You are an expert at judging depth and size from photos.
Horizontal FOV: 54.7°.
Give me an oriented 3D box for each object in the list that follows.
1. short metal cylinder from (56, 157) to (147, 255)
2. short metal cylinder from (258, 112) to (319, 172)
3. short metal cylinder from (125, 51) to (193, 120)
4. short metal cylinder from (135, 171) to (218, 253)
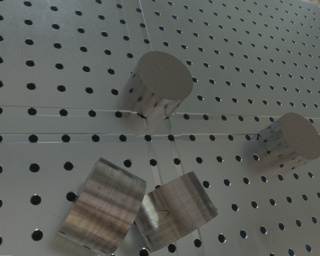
[{"bbox_3d":[-0.055,0.075,0.297,0.050,0.080,0.080,30,52,-9],"label":"short metal cylinder"},{"bbox_3d":[0.205,0.022,0.488,0.081,0.050,0.080,14,56,-21],"label":"short metal cylinder"},{"bbox_3d":[-0.002,-0.058,0.426,0.081,0.050,0.080,14,56,-21],"label":"short metal cylinder"},{"bbox_3d":[0.014,0.087,0.327,0.081,0.080,0.050,-19,72,-35],"label":"short metal cylinder"}]
